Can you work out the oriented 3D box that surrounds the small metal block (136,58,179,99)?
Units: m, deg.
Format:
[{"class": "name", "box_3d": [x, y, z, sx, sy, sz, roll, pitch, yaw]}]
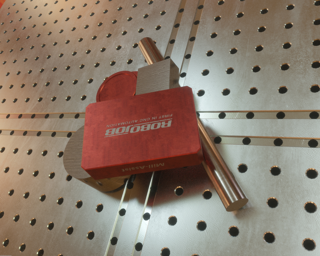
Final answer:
[{"class": "small metal block", "box_3d": [-0.003, -0.059, 0.411, 0.050, 0.025, 0.050, -12, 59, 27]}]

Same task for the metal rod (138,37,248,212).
[{"class": "metal rod", "box_3d": [0.028, -0.028, 0.406, 0.025, 0.025, 0.300, -31, 52, 8]}]

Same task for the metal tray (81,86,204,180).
[{"class": "metal tray", "box_3d": [-0.021, 0.005, 0.359, 0.131, 0.030, 0.090, -9, 57, 8]}]

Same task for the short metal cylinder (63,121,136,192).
[{"class": "short metal cylinder", "box_3d": [-0.077, 0.037, 0.405, 0.080, 0.050, 0.080, -13, 56, 21]}]

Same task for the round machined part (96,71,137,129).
[{"class": "round machined part", "box_3d": [-0.052, -0.043, 0.445, 0.098, 0.042, 0.098, -14, 56, 22]}]
